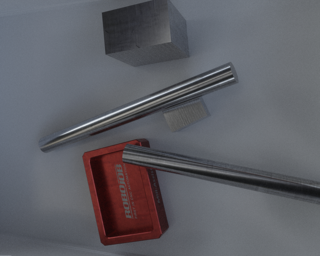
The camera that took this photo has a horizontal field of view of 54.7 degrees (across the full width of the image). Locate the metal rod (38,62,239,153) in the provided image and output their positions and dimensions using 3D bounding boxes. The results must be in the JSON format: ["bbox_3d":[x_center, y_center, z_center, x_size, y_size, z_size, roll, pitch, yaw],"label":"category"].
[{"bbox_3d":[-0.046,-0.018,0.405,0.300,0.025,0.025,-19,84,26],"label":"metal rod"}]

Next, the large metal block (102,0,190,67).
[{"bbox_3d":[-0.014,-0.114,0.386,0.080,0.080,0.050,-6,88,19],"label":"large metal block"}]

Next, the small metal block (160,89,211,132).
[{"bbox_3d":[0.030,-0.028,0.399,0.050,0.025,0.050,-27,82,17],"label":"small metal block"}]

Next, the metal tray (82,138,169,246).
[{"bbox_3d":[-0.048,0.087,0.423,0.090,0.030,0.129,-15,85,19],"label":"metal tray"}]

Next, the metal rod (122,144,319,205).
[{"bbox_3d":[0.102,0.058,0.357,0.301,0.025,0.025,10,94,12],"label":"metal rod"}]
